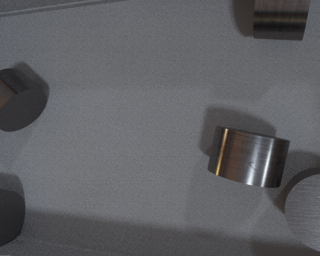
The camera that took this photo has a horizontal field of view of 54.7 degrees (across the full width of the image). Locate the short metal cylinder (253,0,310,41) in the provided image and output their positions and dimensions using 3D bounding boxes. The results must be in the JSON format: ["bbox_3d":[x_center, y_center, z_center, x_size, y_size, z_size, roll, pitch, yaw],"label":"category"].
[{"bbox_3d":[0.133,-0.137,0.334,0.050,0.080,0.079,9,93,20],"label":"short metal cylinder"}]

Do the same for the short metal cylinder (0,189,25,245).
[{"bbox_3d":[-0.255,0.133,0.472,0.050,0.080,0.079,4,92,20],"label":"short metal cylinder"}]

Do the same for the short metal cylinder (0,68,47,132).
[{"bbox_3d":[-0.218,-0.041,0.458,0.050,0.080,0.080,41,103,15],"label":"short metal cylinder"}]

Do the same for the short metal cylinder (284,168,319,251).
[{"bbox_3d":[0.177,0.086,0.334,0.080,0.050,0.080,0,90,20],"label":"short metal cylinder"}]

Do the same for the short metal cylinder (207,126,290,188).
[{"bbox_3d":[0.098,0.030,0.347,0.080,0.080,0.050,12,94,19],"label":"short metal cylinder"}]
